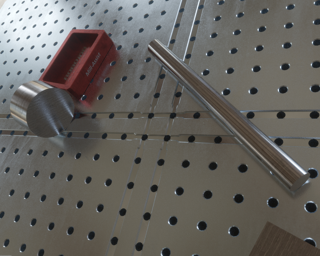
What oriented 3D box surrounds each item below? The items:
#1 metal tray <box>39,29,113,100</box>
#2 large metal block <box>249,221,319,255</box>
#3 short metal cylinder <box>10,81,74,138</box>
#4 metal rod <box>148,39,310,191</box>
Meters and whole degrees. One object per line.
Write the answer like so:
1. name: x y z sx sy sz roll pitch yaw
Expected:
1. metal tray: -0.152 -0.118 0.557 0.090 0.030 0.130 13 68 33
2. large metal block: 0.110 0.137 0.251 0.080 0.050 0.080 24 75 36
3. short metal cylinder: -0.184 -0.030 0.489 0.050 0.080 0.080 23 74 36
4. metal rod: 0.065 -0.038 0.397 0.025 0.025 0.300 -40 51 1
